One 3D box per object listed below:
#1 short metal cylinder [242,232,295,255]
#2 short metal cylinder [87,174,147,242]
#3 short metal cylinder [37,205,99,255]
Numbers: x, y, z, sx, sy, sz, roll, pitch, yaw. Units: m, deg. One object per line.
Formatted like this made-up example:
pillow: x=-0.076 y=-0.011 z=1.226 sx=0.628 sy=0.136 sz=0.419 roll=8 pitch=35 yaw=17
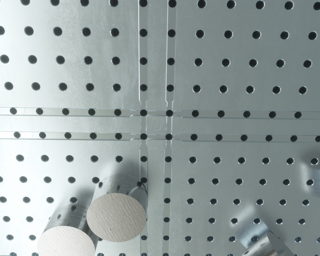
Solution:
short metal cylinder: x=0.169 y=0.204 z=0.461 sx=0.080 sy=0.080 sz=0.050 roll=41 pitch=105 yaw=-14
short metal cylinder: x=-0.059 y=0.113 z=0.441 sx=0.081 sy=0.050 sz=0.079 roll=0 pitch=110 yaw=0
short metal cylinder: x=-0.132 y=0.162 z=0.458 sx=0.081 sy=0.050 sz=0.079 roll=0 pitch=110 yaw=0
